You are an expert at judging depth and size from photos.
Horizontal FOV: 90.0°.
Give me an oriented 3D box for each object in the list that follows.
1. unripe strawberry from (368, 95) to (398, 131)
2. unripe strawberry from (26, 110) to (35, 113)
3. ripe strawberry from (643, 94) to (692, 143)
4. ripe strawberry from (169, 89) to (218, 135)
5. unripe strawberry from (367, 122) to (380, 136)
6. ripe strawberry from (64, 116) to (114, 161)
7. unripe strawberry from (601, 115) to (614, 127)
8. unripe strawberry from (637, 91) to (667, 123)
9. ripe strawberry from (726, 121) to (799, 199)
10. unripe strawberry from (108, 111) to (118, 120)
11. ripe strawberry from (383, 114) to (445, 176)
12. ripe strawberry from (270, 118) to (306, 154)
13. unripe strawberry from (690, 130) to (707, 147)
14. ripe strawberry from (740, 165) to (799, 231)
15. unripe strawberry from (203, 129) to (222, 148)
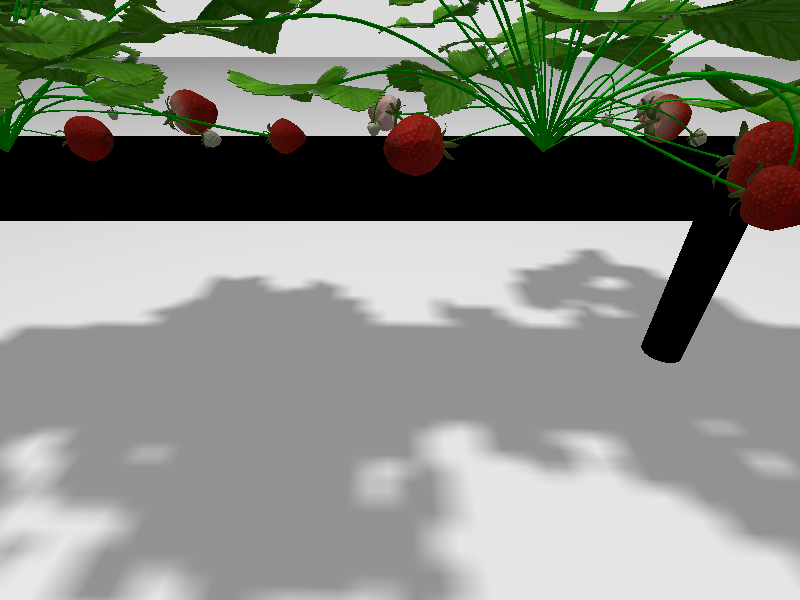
[{"bbox_3d":[-0.017,-0.191,0.407,0.032,0.033,0.029,20,38,29],"label":"unripe strawberry"},{"bbox_3d":[-0.414,-0.211,0.448,0.009,0.010,0.010,-18,37,-26],"label":"unripe strawberry"},{"bbox_3d":[0.245,-0.164,0.362,0.041,0.040,0.038,-10,34,-17],"label":"ripe strawberry"},{"bbox_3d":[-0.203,-0.186,0.397,0.042,0.041,0.039,-19,37,-28],"label":"ripe strawberry"},{"bbox_3d":[-0.023,-0.147,0.345,0.011,0.011,0.011,4,33,7],"label":"unripe strawberry"},{"bbox_3d":[-0.235,-0.124,0.307,0.033,0.032,0.031,9,34,12],"label":"ripe strawberry"},{"bbox_3d":[0.217,-0.187,0.420,0.013,0.011,0.011,27,41,35],"label":"unripe strawberry"},{"bbox_3d":[0.279,-0.209,0.438,0.036,0.035,0.033,-24,40,-33],"label":"unripe strawberry"},{"bbox_3d":[0.202,-0.072,0.215,0.037,0.042,0.040,-19,38,-27],"label":"ripe strawberry"},{"bbox_3d":[-0.326,-0.211,0.456,0.011,0.010,0.010,1,33,1],"label":"unripe strawberry"},{"bbox_3d":[0.008,-0.102,0.268,0.040,0.040,0.037,-19,37,-26],"label":"ripe strawberry"},{"bbox_3d":[-0.091,-0.133,0.326,0.027,0.026,0.025,1,33,0],"label":"ripe strawberry"},{"bbox_3d":[0.260,-0.140,0.348,0.014,0.013,0.013,9,31,-14],"label":"unripe strawberry"},{"bbox_3d":[0.176,-0.046,0.185,0.026,0.030,0.028,-10,35,-15],"label":"ripe strawberry"},{"bbox_3d":[-0.160,-0.137,0.341,0.014,0.015,0.013,9,31,-10],"label":"unripe strawberry"}]
